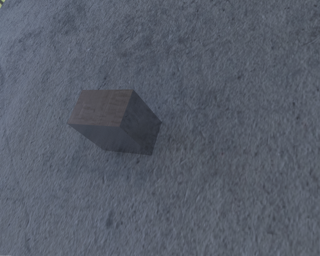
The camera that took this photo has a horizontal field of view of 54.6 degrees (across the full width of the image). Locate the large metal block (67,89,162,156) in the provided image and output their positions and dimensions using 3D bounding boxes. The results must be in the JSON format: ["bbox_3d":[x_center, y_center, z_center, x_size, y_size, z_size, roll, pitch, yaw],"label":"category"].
[{"bbox_3d":[-0.056,-0.007,0.403,0.080,0.080,0.050,3,64,30],"label":"large metal block"}]
